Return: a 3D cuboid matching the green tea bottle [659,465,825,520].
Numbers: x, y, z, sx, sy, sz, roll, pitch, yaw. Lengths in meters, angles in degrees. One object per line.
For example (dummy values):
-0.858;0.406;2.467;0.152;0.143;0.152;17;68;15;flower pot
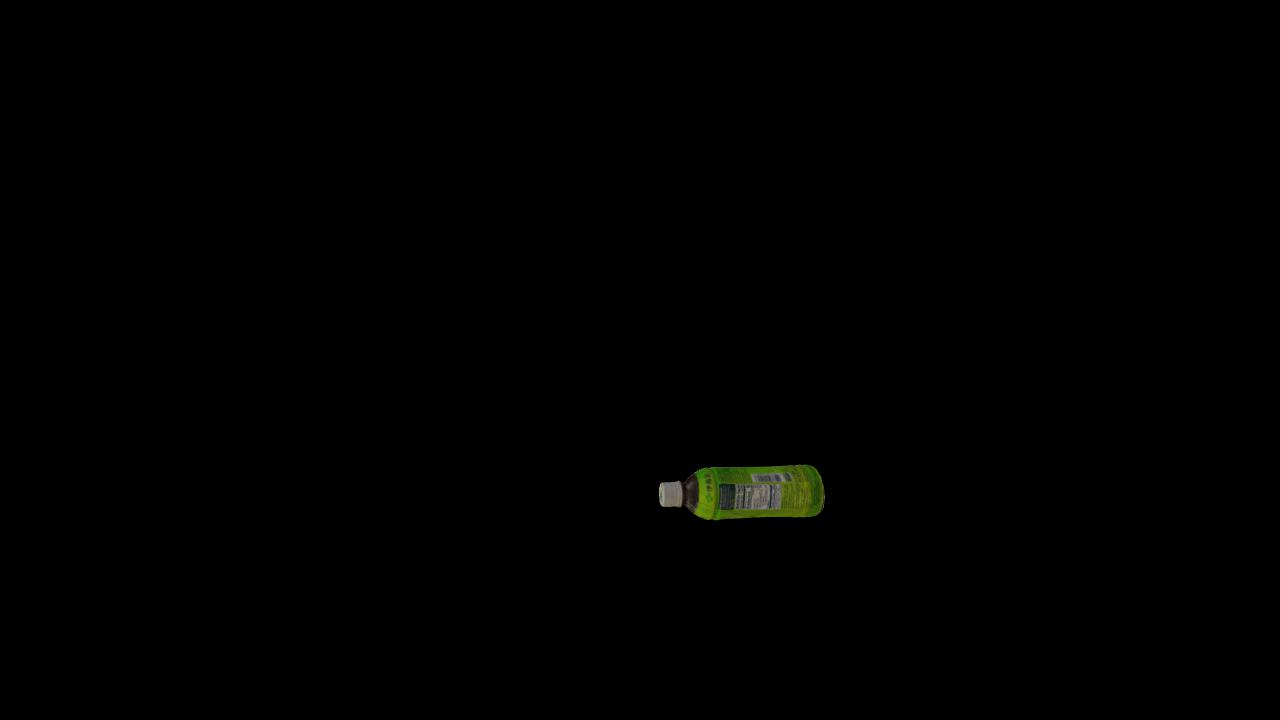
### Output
0.130;0.172;0.800;0.212;0.073;0.073;3;-1;-12;green tea bottle
